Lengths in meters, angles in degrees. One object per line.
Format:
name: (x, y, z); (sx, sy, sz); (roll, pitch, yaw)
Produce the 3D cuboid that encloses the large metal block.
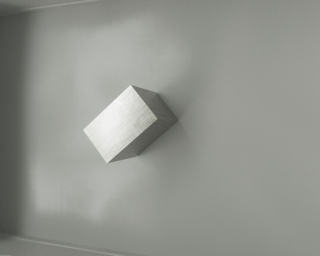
large metal block: (-0.033, -0.004, 0.389); (0.080, 0.080, 0.050); (-41, 77, 15)
